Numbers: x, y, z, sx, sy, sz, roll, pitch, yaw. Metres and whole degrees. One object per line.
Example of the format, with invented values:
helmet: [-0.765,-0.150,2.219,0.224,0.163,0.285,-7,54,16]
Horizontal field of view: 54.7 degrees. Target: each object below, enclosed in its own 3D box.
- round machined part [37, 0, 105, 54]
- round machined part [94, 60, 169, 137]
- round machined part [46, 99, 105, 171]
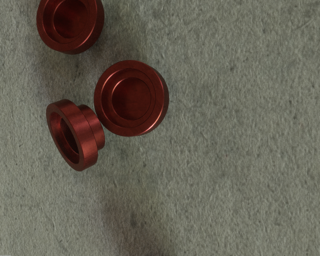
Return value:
round machined part: [-0.122,-0.153,0.442,0.098,0.042,0.097,0,90,19]
round machined part: [-0.034,-0.038,0.411,0.098,0.042,0.097,0,90,19]
round machined part: [-0.111,0.006,0.421,0.098,0.042,0.097,31,135,38]
